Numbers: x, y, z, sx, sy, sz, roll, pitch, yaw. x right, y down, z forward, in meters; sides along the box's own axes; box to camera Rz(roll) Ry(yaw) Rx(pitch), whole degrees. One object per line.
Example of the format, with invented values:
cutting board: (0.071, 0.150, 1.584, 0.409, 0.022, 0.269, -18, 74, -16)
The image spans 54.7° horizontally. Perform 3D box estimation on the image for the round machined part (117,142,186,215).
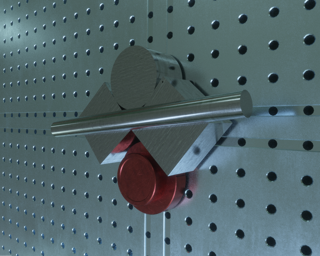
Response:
round machined part: (-0.018, 0.065, 0.408, 0.098, 0.042, 0.097, 0, 90, 40)

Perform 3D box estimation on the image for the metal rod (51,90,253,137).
metal rod: (-0.038, -0.010, 0.368, 0.300, 0.025, 0.025, -6, 86, 40)

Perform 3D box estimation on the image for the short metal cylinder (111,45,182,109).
short metal cylinder: (-0.018, -0.062, 0.403, 0.080, 0.050, 0.079, 0, 90, 40)

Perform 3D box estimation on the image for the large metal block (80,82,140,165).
large metal block: (-0.063, -0.006, 0.439, 0.080, 0.050, 0.080, -47, 64, 29)

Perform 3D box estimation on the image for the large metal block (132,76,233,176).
large metal block: (0.023, -0.003, 0.366, 0.080, 0.050, 0.080, 50, 120, 28)
